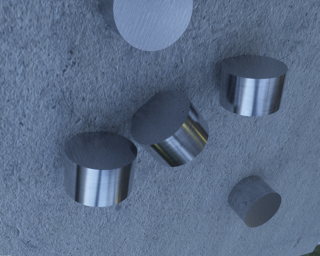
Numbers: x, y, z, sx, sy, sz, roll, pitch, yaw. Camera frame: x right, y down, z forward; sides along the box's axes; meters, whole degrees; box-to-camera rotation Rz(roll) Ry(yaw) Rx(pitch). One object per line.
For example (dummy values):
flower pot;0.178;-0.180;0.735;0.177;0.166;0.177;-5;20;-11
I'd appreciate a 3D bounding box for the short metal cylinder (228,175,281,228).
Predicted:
short metal cylinder;0.173;0.134;0.568;0.081;0.050;0.079;-14;124;-21

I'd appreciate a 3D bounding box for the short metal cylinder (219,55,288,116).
short metal cylinder;0.118;-0.057;0.401;0.081;0.080;0.050;-16;125;-20

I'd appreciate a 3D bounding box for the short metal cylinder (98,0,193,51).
short metal cylinder;-0.015;-0.123;0.306;0.081;0.050;0.079;-14;124;-21

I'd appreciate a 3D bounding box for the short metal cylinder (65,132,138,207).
short metal cylinder;-0.069;0.045;0.361;0.081;0.080;0.050;-5;121;-26

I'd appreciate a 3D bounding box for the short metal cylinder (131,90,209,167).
short metal cylinder;0.012;0.001;0.378;0.080;0.080;0.050;-42;129;0
